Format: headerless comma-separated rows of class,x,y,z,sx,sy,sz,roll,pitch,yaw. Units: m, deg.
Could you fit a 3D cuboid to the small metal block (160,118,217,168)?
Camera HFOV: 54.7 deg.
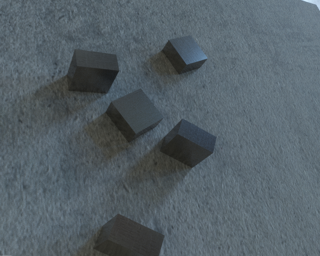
small metal block,0.035,0.021,0.396,0.050,0.050,0.025,28,52,-11

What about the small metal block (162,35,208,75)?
small metal block,0.040,-0.119,0.500,0.050,0.025,0.050,-24,75,-37

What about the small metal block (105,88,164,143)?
small metal block,-0.032,-0.017,0.398,0.050,0.025,0.050,-31,79,-38

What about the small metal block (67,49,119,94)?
small metal block,-0.084,-0.069,0.385,0.050,0.050,0.025,1,62,-28

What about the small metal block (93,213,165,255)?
small metal block,-0.031,0.112,0.304,0.050,0.050,0.025,29,52,-11
